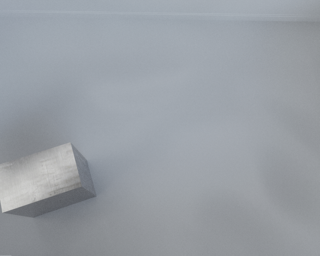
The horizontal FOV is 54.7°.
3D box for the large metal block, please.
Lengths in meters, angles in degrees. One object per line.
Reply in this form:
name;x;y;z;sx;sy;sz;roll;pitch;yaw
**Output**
large metal block;-0.126;0.063;0.356;0.081;0.080;0.050;-18;71;-7
